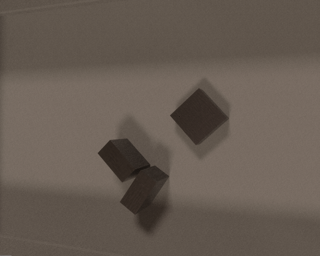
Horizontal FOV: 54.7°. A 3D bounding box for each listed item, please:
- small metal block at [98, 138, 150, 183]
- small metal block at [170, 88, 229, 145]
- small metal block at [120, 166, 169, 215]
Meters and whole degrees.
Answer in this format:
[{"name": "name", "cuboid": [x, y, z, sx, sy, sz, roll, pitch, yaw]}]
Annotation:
[{"name": "small metal block", "cuboid": [-0.047, 0.041, 0.413, 0.025, 0.050, 0.050, -46, 76, 14]}, {"name": "small metal block", "cuboid": [0.050, -0.014, 0.392, 0.050, 0.025, 0.050, -43, 77, 14]}, {"name": "small metal block", "cuboid": [-0.019, 0.079, 0.403, 0.025, 0.050, 0.050, 36, 101, 16]}]
